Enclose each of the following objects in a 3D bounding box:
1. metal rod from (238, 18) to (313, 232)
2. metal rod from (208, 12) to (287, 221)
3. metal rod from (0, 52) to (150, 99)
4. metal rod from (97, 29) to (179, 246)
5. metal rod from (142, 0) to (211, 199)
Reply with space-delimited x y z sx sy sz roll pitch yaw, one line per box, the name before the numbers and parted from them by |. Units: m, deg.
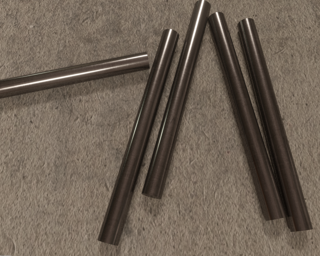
metal rod | 0.148 -0.018 0.416 0.025 0.025 0.299 -7 70 -3
metal rod | 0.112 -0.029 0.420 0.025 0.025 0.299 -10 70 -4
metal rod | -0.164 -0.065 0.429 0.302 0.025 0.025 -12 71 -5
metal rod | -0.022 -0.003 0.408 0.025 0.025 0.299 14 70 5
metal rod | 0.028 -0.052 0.427 0.025 0.025 0.299 14 70 5
